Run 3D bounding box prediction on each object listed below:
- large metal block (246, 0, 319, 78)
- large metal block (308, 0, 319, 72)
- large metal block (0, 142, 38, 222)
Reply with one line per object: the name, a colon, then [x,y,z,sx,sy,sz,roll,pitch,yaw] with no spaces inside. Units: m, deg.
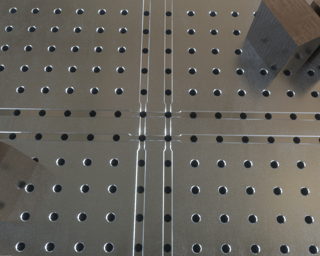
large metal block: [0.173,-0.131,0.433,0.050,0.080,0.080,-26,72,-9]
large metal block: [0.242,-0.132,0.434,0.050,0.080,0.080,-28,73,-10]
large metal block: [-0.198,0.059,0.359,0.050,0.080,0.080,20,71,7]
